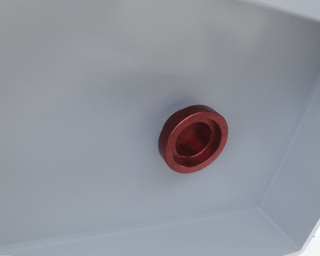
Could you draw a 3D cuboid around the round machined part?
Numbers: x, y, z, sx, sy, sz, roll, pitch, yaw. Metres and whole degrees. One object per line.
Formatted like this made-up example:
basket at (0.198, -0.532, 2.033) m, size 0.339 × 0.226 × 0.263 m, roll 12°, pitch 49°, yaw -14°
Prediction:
round machined part at (0.042, 0.011, 0.429) m, size 0.099 × 0.042 × 0.097 m, roll -14°, pitch 125°, yaw -21°
